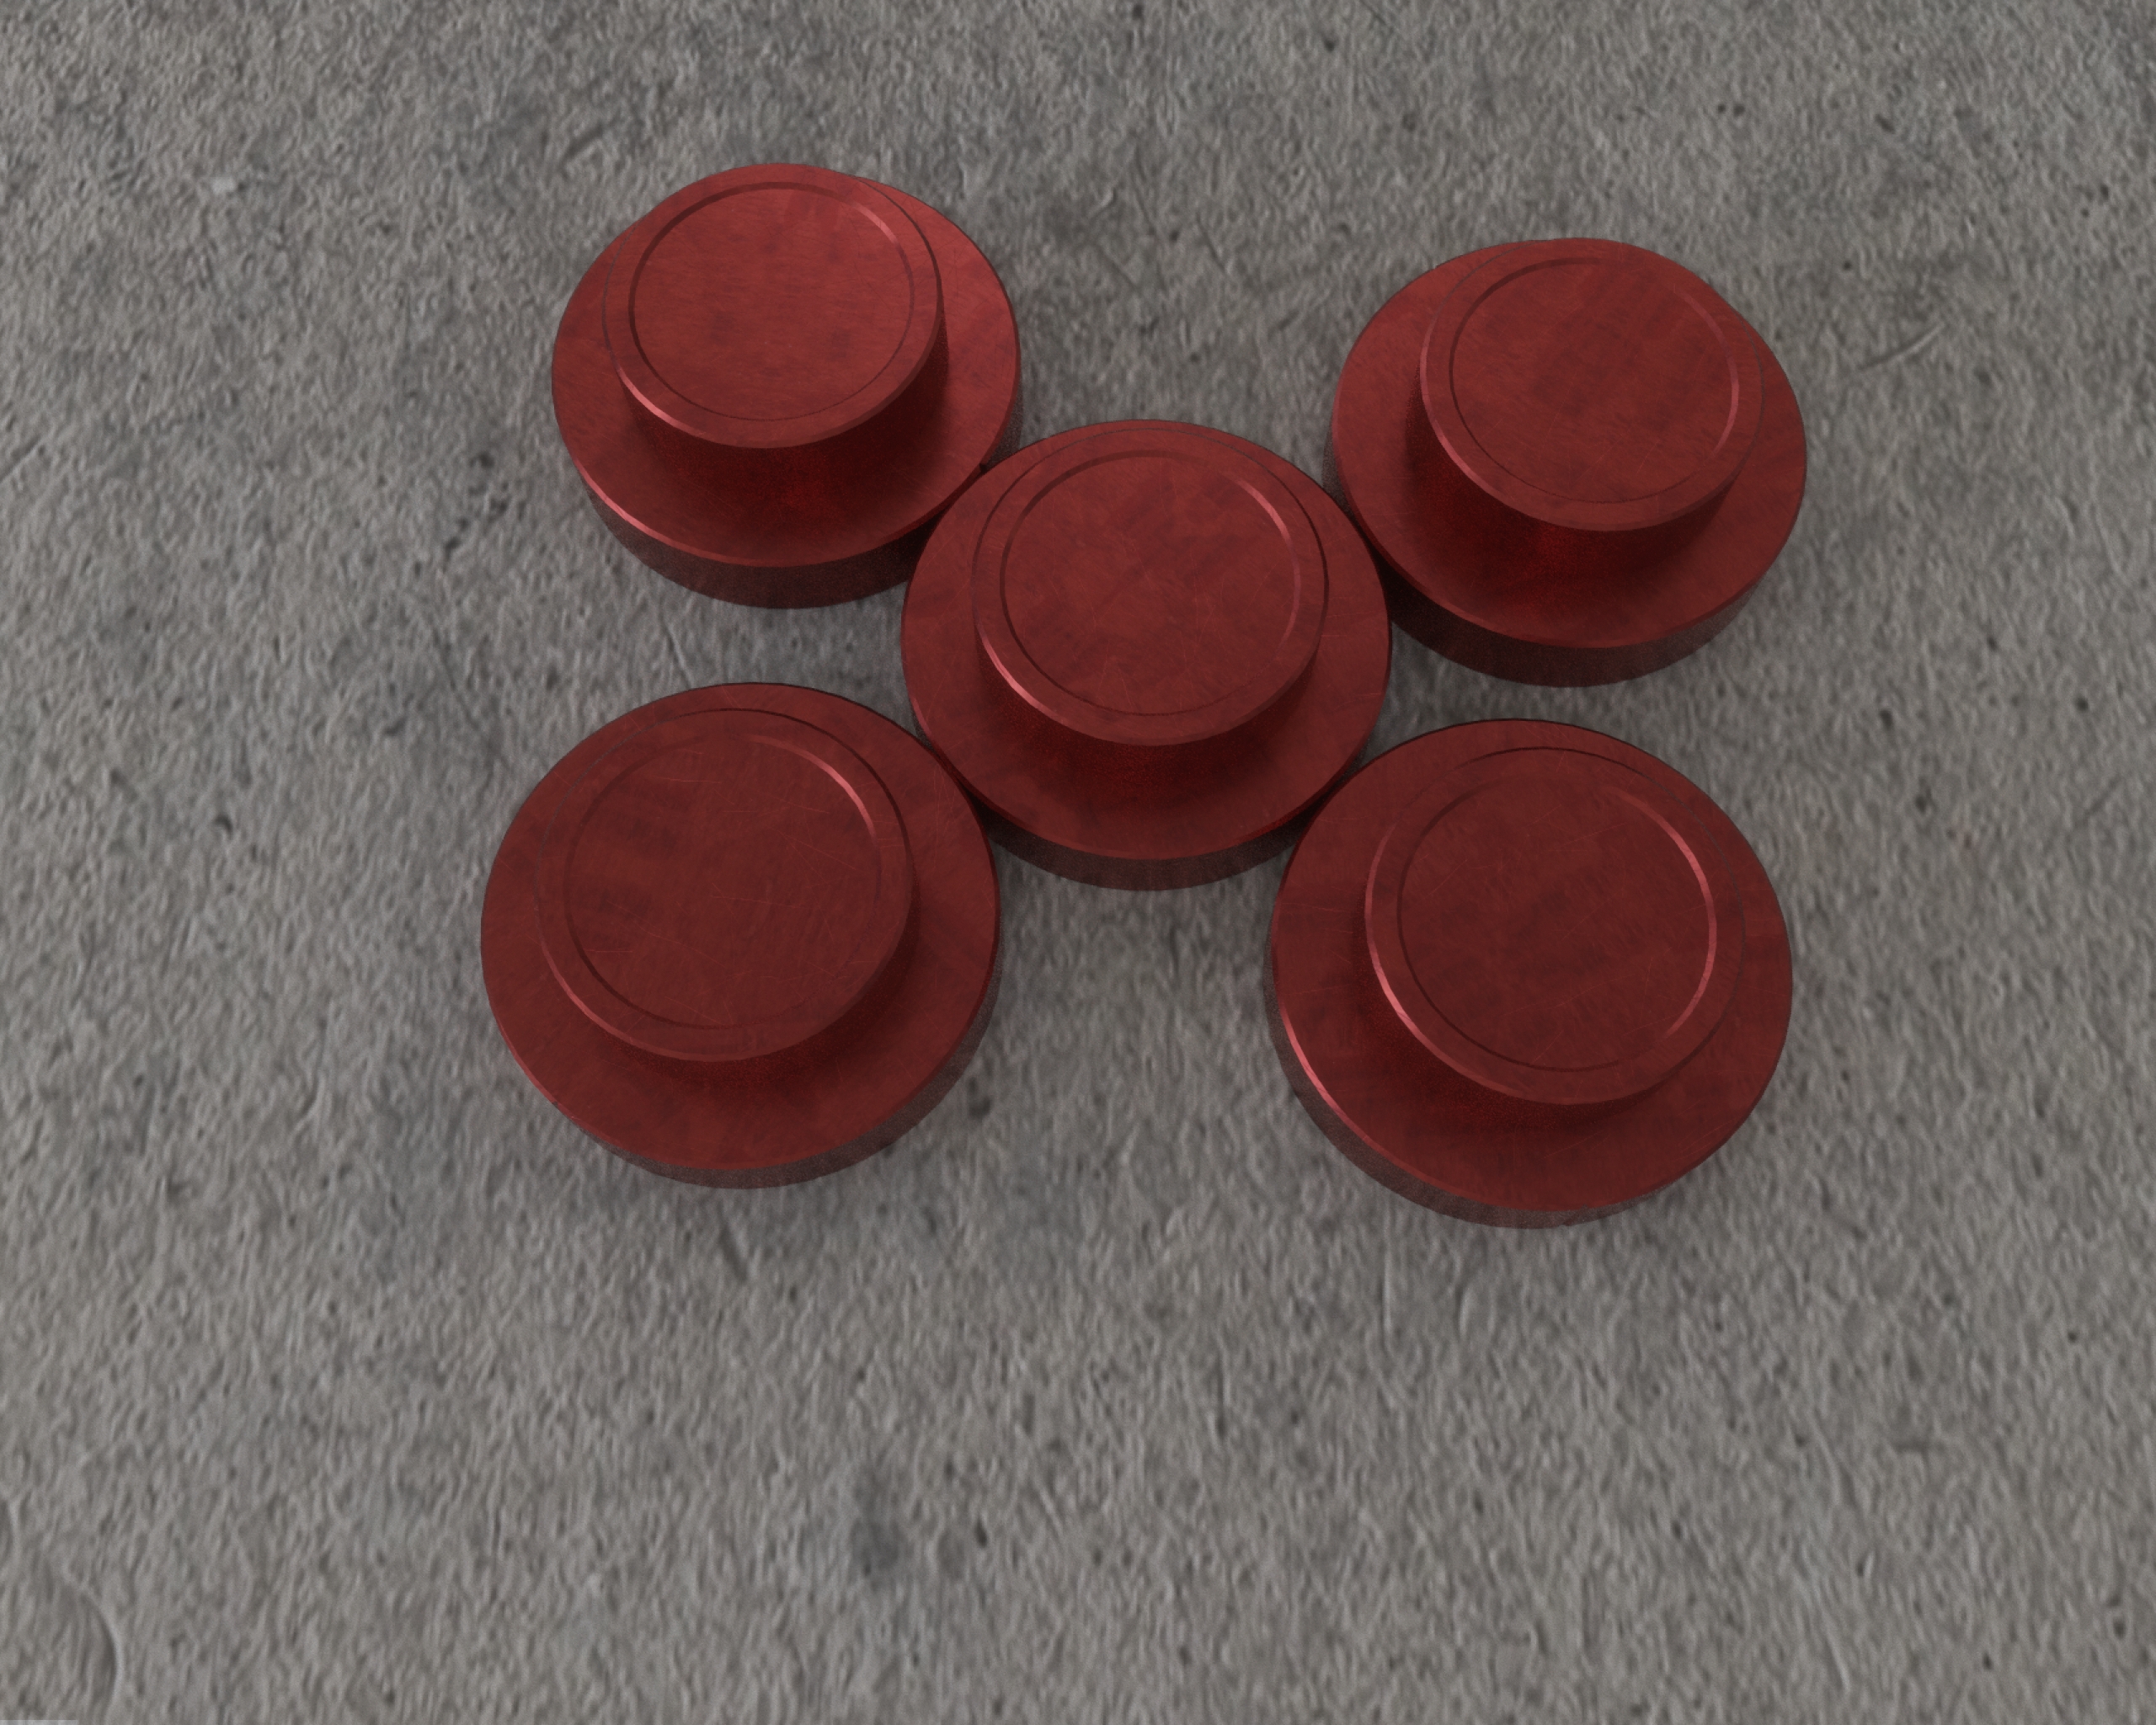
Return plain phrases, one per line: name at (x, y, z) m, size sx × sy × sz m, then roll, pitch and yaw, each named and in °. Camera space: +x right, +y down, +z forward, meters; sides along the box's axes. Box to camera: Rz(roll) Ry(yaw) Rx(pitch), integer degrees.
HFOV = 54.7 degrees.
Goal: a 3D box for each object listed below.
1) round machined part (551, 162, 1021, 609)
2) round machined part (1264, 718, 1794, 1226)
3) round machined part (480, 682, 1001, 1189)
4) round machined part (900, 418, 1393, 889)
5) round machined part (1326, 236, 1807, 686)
round machined part at (-0.061, -0.106, 0.437) m, size 0.099 × 0.042 × 0.098 m, roll 0°, pitch 70°, yaw 0°
round machined part at (0.086, 0.017, 0.393) m, size 0.099 × 0.042 × 0.098 m, roll 0°, pitch 70°, yaw 0°
round machined part at (-0.064, 0.010, 0.395) m, size 0.099 × 0.042 × 0.098 m, roll 0°, pitch 70°, yaw 0°
round machined part at (0.014, -0.047, 0.416) m, size 0.099 × 0.042 × 0.098 m, roll 0°, pitch 70°, yaw 0°
round machined part at (0.102, -0.089, 0.432) m, size 0.099 × 0.042 × 0.098 m, roll 0°, pitch 70°, yaw 0°
